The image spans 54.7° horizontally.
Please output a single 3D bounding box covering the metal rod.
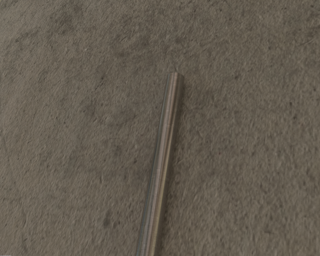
[{"bbox_3d":[-0.001,0.061,0.365,0.025,0.025,0.299,-4,60,26],"label":"metal rod"}]
